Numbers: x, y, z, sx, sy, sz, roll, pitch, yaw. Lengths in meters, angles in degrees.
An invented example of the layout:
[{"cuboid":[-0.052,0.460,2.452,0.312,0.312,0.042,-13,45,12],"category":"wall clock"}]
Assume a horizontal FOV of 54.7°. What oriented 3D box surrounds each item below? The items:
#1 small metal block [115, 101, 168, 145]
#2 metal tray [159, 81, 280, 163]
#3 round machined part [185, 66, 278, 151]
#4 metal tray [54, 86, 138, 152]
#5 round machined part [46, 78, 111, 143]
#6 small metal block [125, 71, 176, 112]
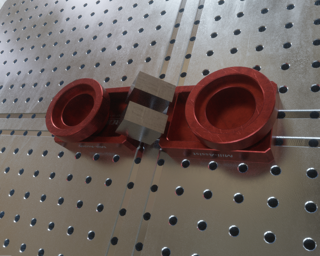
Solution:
[{"cuboid":[-0.024,-0.005,0.389,0.050,0.050,0.025,136,151,-62],"category":"small metal block"},{"cuboid":[0.071,-0.009,0.374,0.130,0.030,0.090,1,62,28],"category":"metal tray"},{"cuboid":[0.081,-0.018,0.350,0.098,0.042,0.098,-13,56,21],"category":"round machined part"},{"cuboid":[-0.087,-0.013,0.461,0.130,0.030,0.090,0,63,28],"category":"metal tray"},{"cuboid":[-0.114,-0.022,0.455,0.098,0.042,0.098,-13,56,21],"category":"round machined part"},{"cuboid":[-0.013,-0.044,0.408,0.050,0.050,0.025,136,151,-62],"category":"small metal block"}]
